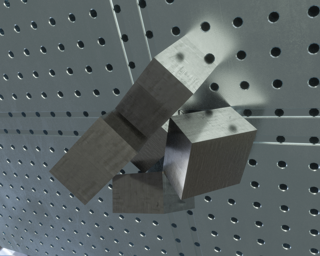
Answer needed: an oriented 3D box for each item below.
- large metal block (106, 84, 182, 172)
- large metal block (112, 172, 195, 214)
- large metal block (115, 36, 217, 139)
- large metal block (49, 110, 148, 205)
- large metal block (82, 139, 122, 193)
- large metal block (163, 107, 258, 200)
[{"bbox_3d":[-0.019,0.000,0.407,0.080,0.050,0.080,43,129,-2],"label":"large metal block"},{"bbox_3d":[-0.008,0.088,0.425,0.080,0.080,0.050,-9,78,32],"label":"large metal block"},{"bbox_3d":[0.008,-0.046,0.344,0.050,0.080,0.080,43,129,-2],"label":"large metal block"},{"bbox_3d":[-0.061,0.026,0.343,0.050,0.080,0.080,44,104,-2],"label":"large metal block"},{"bbox_3d":[-0.085,0.038,0.443,0.050,0.080,0.080,44,129,-2],"label":"large metal block"},{"bbox_3d":[0.054,0.027,0.355,0.050,0.081,0.079,-127,35,-47],"label":"large metal block"}]
